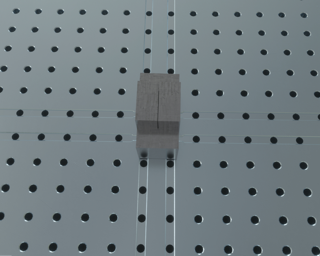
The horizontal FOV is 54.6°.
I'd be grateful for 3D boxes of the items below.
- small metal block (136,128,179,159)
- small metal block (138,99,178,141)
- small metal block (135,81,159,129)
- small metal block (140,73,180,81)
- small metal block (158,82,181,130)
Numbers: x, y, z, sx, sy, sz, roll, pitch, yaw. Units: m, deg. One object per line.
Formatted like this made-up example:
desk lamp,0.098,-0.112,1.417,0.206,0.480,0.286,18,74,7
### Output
small metal block,-0.003,0.021,0.391,0.050,0.050,0.025,1,70,1
small metal block,-0.002,-0.010,0.415,0.050,0.025,0.050,1,70,2
small metal block,-0.015,-0.023,0.380,0.025,0.050,0.050,2,70,1
small metal block,-0.001,-0.050,0.416,0.050,0.050,0.025,2,70,1
small metal block,0.012,-0.023,0.380,0.025,0.050,0.050,1,70,2
